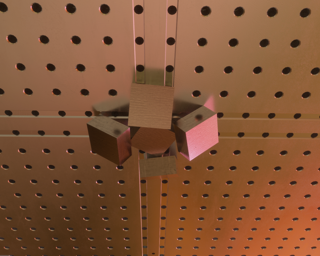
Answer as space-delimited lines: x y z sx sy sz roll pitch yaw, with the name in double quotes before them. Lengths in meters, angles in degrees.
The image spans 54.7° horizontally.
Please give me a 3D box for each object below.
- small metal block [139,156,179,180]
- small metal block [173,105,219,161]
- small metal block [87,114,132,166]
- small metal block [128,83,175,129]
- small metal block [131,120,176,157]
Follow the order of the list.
"small metal block" 0.000 0.058 0.445 0.050 0.025 0.050 -7 166 5
"small metal block" 0.048 0.007 0.402 0.050 0.025 0.050 -30 133 -21
"small metal block" -0.066 0.016 0.409 0.050 0.025 0.050 24 136 25
"small metal block" -0.011 -0.026 0.373 0.050 0.025 0.050 5 94 -4
"small metal block" -0.009 0.008 0.417 0.050 0.025 0.050 25 126 -20
